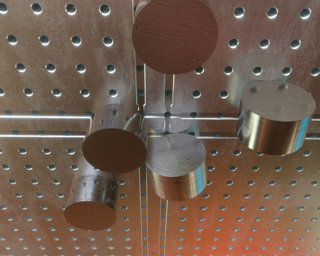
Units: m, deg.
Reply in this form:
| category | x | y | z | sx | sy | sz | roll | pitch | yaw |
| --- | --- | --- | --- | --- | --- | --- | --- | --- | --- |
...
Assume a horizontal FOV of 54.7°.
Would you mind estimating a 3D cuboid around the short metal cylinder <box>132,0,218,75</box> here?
| category | x | y | z | sx | sy | sz | roll | pitch | yaw |
| --- | --- | --- | --- | --- | --- | --- | --- | --- | --- |
| short metal cylinder | 0.014 | -0.101 | 0.310 | 0.081 | 0.050 | 0.079 | -1 | 130 | 0 |

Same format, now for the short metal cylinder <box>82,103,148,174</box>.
| category | x | y | z | sx | sy | sz | roll | pitch | yaw |
| --- | --- | --- | --- | --- | --- | --- | --- | --- | --- |
| short metal cylinder | -0.057 | 0.015 | 0.407 | 0.081 | 0.050 | 0.079 | 0 | 130 | 0 |

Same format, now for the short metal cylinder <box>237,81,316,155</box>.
| category | x | y | z | sx | sy | sz | roll | pitch | yaw |
| --- | --- | --- | --- | --- | --- | --- | --- | --- | --- |
| short metal cylinder | 0.134 | -0.014 | 0.366 | 0.081 | 0.080 | 0.050 | -2 | 130 | 1 |

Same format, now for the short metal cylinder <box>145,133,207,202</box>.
| category | x | y | z | sx | sy | sz | roll | pitch | yaw |
| --- | --- | --- | --- | --- | --- | --- | --- | --- | --- |
| short metal cylinder | 0.023 | 0.052 | 0.420 | 0.080 | 0.080 | 0.050 | -6 | 130 | 5 |

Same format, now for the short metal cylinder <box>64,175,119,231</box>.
| category | x | y | z | sx | sy | sz | roll | pitch | yaw |
| --- | --- | --- | --- | --- | --- | --- | --- | --- | --- |
| short metal cylinder | -0.108 | 0.121 | 0.497 | 0.081 | 0.050 | 0.079 | 0 | 130 | 0 |
